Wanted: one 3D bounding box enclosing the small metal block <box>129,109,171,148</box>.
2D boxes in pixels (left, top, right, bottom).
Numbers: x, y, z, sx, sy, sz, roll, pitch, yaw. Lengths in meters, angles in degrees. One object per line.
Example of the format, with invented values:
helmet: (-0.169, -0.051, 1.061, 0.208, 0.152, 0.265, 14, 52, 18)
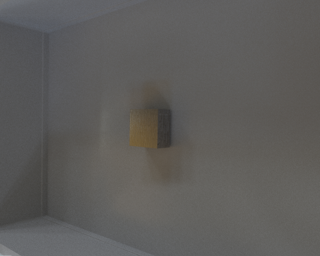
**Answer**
small metal block: (-0.014, 0.000, 0.415, 0.050, 0.025, 0.050, 2, 92, 40)
